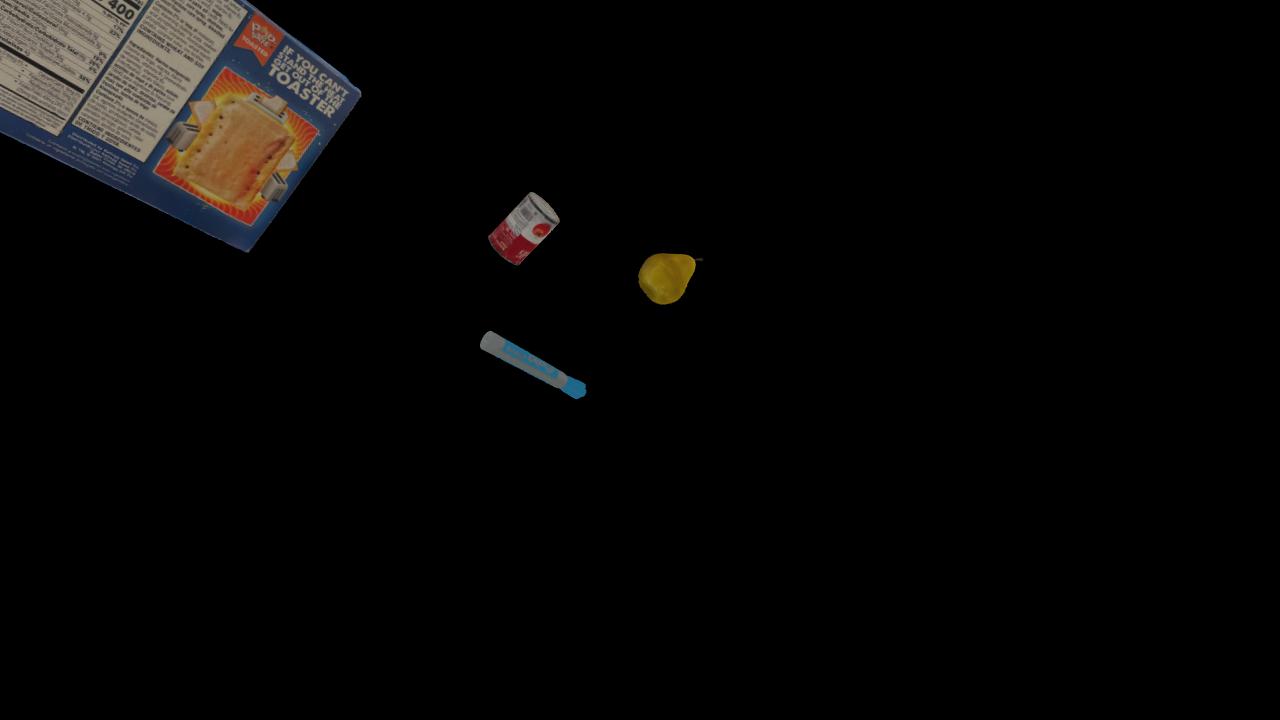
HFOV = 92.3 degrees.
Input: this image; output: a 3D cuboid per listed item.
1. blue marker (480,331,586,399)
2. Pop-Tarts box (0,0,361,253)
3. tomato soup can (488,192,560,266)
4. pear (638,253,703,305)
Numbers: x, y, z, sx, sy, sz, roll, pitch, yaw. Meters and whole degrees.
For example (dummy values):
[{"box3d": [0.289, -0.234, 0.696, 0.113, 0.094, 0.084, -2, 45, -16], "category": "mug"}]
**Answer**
[{"box3d": [-0.099, 0.008, 0.592, 0.121, 0.020, 0.020, 33, -21, -36], "category": "blue marker"}, {"box3d": [-0.298, -0.178, 0.392, 0.167, 0.141, 0.083, 33, 7, -46], "category": "Pop-Tarts box"}, {"box3d": [-0.186, -0.212, 0.993, 0.101, 0.068, 0.068, -42, -14, 16], "category": "tomato soup can"}, {"box3d": [0.052, -0.142, 0.967, 0.111, 0.080, 0.080, -43, 14, -15], "category": "pear"}]
